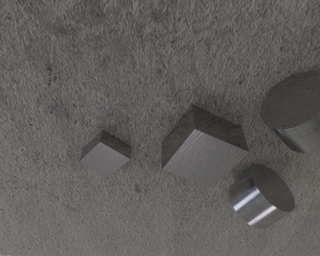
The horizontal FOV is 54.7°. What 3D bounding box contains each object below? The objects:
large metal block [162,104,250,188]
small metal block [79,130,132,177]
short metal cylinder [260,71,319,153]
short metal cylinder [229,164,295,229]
[{"bbox_3d":[0.057,0.026,0.414,0.080,0.050,0.080,22,127,-18],"label":"large metal block"},{"bbox_3d":[-0.076,0.037,0.438,0.050,0.025,0.050,34,122,-26],"label":"small metal block"},{"bbox_3d":[0.165,-0.018,0.357,0.080,0.080,0.050,-36,122,26],"label":"short metal cylinder"},{"bbox_3d":[0.150,0.101,0.458,0.080,0.080,0.050,25,126,-20],"label":"short metal cylinder"}]
